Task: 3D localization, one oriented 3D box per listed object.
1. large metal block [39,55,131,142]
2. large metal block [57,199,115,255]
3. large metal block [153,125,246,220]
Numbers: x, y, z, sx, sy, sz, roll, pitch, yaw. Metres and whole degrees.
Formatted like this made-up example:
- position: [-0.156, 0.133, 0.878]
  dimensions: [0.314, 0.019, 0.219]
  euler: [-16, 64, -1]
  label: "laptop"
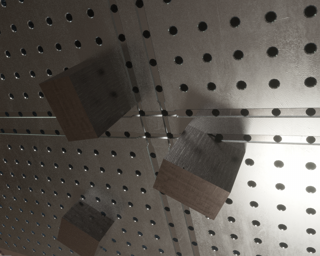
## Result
- position: [-0.092, -0.039, 0.398]
  dimensions: [0.050, 0.080, 0.080]
  euler: [-7, 115, 31]
  label: "large metal block"
- position: [-0.142, 0.196, 0.588]
  dimensions: [0.080, 0.050, 0.079]
  euler: [30, 128, 8]
  label: "large metal block"
- position: [0.049, 0.051, 0.380]
  dimensions: [0.080, 0.080, 0.050]
  euler: [26, 128, 11]
  label: "large metal block"
